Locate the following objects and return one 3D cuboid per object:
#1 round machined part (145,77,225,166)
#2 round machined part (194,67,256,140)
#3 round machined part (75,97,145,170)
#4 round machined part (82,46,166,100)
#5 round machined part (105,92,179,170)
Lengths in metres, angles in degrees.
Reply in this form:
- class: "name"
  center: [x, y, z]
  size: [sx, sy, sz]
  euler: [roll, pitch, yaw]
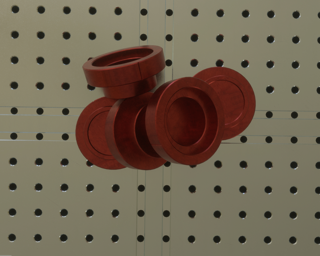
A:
- class: "round machined part"
  center: [0.025, -0.007, 0.357]
  size: [0.099, 0.042, 0.097]
  euler: [1, 88, -33]
- class: "round machined part"
  center: [0.077, -0.032, 0.406]
  size: [0.099, 0.042, 0.097]
  euler: [0, 90, -1]
- class: "round machined part"
  center: [-0.061, 0.006, 0.404]
  size: [0.099, 0.042, 0.097]
  euler: [0, 90, -1]
- class: "round machined part"
  center: [-0.041, -0.068, 0.381]
  size: [0.099, 0.098, 0.042]
  euler: [-12, 116, -1]
- class: "round machined part"
  center: [-0.014, 0.003, 0.381]
  size: [0.099, 0.042, 0.097]
  euler: [3, 85, -37]
